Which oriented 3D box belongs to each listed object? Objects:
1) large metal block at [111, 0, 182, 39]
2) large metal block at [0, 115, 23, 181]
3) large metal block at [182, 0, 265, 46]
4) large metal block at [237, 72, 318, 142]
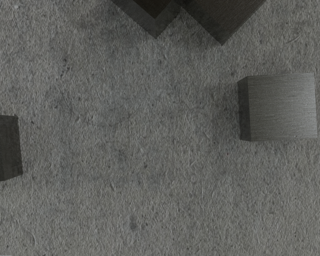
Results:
[{"bbox_3d":[-0.019,-0.165,0.382,0.080,0.080,0.050,41,90,0],"label":"large metal block"},{"bbox_3d":[-0.230,0.027,0.396,0.081,0.050,0.080,-5,90,0],"label":"large metal block"},{"bbox_3d":[0.084,-0.168,0.398,0.080,0.050,0.080,44,90,0],"label":"large metal block"},{"bbox_3d":[0.148,-0.026,0.398,0.081,0.050,0.080,-3,90,0],"label":"large metal block"}]
